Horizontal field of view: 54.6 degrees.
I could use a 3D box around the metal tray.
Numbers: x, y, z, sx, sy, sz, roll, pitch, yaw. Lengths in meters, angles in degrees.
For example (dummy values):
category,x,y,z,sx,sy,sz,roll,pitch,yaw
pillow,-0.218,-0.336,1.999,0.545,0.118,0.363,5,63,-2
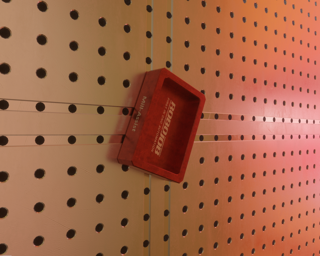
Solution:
category,x,y,z,sx,sy,sz,roll,pitch,yaw
metal tray,0.007,-0.002,0.410,0.090,0.030,0.130,28,73,-37
